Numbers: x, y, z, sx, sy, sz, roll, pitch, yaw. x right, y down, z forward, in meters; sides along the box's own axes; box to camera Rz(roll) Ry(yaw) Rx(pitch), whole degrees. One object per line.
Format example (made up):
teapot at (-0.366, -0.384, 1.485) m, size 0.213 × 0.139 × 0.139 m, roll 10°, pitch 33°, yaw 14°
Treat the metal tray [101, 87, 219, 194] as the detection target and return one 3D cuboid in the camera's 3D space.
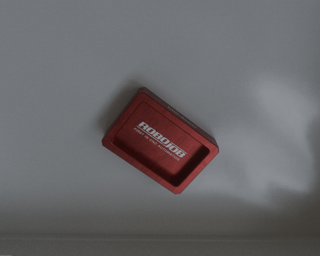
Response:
metal tray at (0.001, 0.019, 0.415) m, size 0.130 × 0.030 × 0.090 m, roll 36°, pitch 106°, yaw -13°
